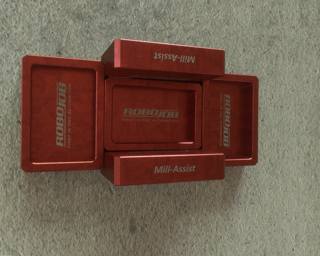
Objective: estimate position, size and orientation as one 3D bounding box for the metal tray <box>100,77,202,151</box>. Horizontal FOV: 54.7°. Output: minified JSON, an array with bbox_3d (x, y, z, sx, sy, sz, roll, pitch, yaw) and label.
[{"bbox_3d":[-0.010,-0.016,0.405,0.131,0.030,0.089,1,90,-21],"label":"metal tray"}]

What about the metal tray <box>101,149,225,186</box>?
[{"bbox_3d":[0.001,0.044,0.375,0.131,0.090,0.030,0,90,-20],"label":"metal tray"}]

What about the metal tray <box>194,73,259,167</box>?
[{"bbox_3d":[0.095,-0.011,0.444,0.091,0.030,0.129,1,90,-21],"label":"metal tray"}]

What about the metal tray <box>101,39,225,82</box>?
[{"bbox_3d":[0.001,-0.076,0.377,0.131,0.090,0.030,0,90,-20],"label":"metal tray"}]

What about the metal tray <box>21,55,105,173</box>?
[{"bbox_3d":[-0.114,-0.016,0.366,0.091,0.030,0.129,1,90,-21],"label":"metal tray"}]
